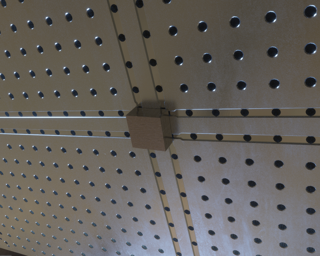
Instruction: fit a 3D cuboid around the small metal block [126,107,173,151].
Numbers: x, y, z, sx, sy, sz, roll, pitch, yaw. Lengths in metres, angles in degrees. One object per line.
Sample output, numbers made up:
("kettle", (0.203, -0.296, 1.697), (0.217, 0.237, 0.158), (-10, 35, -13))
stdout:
("small metal block", (-0.014, 0.001, 0.417), (0.050, 0.025, 0.050), (5, 121, 25))
